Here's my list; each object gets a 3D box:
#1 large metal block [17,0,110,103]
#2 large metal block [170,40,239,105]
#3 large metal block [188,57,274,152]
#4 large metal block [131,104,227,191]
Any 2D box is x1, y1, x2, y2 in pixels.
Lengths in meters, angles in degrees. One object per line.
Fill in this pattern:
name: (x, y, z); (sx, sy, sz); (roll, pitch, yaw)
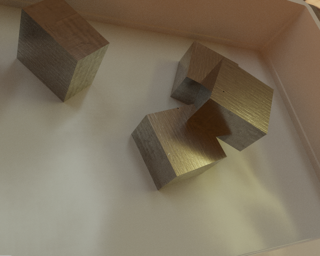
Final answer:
large metal block: (-0.116, -0.091, 0.364); (0.080, 0.080, 0.050); (44, 51, 1)
large metal block: (0.069, -0.074, 0.474); (0.080, 0.050, 0.080); (25, 53, -14)
large metal block: (0.092, -0.030, 0.396); (0.080, 0.050, 0.080); (31, 52, -9)
large metal block: (0.023, 0.022, 0.390); (0.081, 0.050, 0.080); (-15, 70, -34)
